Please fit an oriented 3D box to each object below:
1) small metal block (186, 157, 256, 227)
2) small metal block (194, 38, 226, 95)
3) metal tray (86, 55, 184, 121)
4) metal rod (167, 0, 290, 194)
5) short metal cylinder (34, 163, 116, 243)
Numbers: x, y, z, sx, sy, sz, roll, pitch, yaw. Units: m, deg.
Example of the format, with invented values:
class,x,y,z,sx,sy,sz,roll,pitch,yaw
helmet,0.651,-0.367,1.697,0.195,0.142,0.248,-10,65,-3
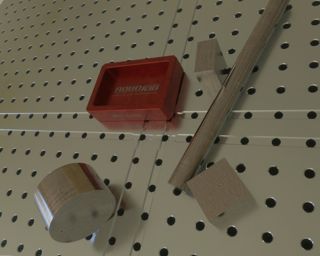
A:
class,x,y,z,sx,sy,sz,roll,pitch,yaw
small metal block,0.065,0.068,0.332,0.050,0.025,0.050,-35,52,5
small metal block,0.067,-0.079,0.405,0.025,0.050,0.050,-5,60,25
metal tray,-0.037,-0.057,0.457,0.130,0.030,0.090,0,61,27
metal rod,0.094,-0.056,0.392,0.025,0.025,0.300,20,72,35
short metal cylinder,-0.101,0.089,0.370,0.080,0.080,0.050,-45,51,-3
